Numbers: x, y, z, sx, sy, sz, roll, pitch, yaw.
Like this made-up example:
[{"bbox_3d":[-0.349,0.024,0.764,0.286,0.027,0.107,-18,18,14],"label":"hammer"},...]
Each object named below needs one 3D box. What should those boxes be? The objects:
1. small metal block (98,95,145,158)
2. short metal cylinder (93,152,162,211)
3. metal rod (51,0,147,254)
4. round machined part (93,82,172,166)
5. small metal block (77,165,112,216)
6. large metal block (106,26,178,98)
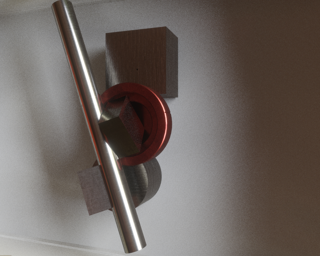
[{"bbox_3d":[-0.043,-0.002,0.359,0.025,0.050,0.050,-19,119,15],"label":"small metal block"},{"bbox_3d":[-0.044,0.066,0.411,0.080,0.050,0.079,0,90,19],"label":"short metal cylinder"},{"bbox_3d":[-0.073,-0.007,0.359,0.025,0.025,0.299,-20,84,18],"label":"metal rod"},{"bbox_3d":[-0.032,-0.005,0.379,0.098,0.042,0.097,0,90,19],"label":"round machined part"},{"bbox_3d":[-0.078,0.073,0.366,0.025,0.050,0.050,-16,83,-14],"label":"small metal block"},{"bbox_3d":[-0.022,-0.080,0.401,0.080,0.050,0.079,0,90,19],"label":"large metal block"}]
